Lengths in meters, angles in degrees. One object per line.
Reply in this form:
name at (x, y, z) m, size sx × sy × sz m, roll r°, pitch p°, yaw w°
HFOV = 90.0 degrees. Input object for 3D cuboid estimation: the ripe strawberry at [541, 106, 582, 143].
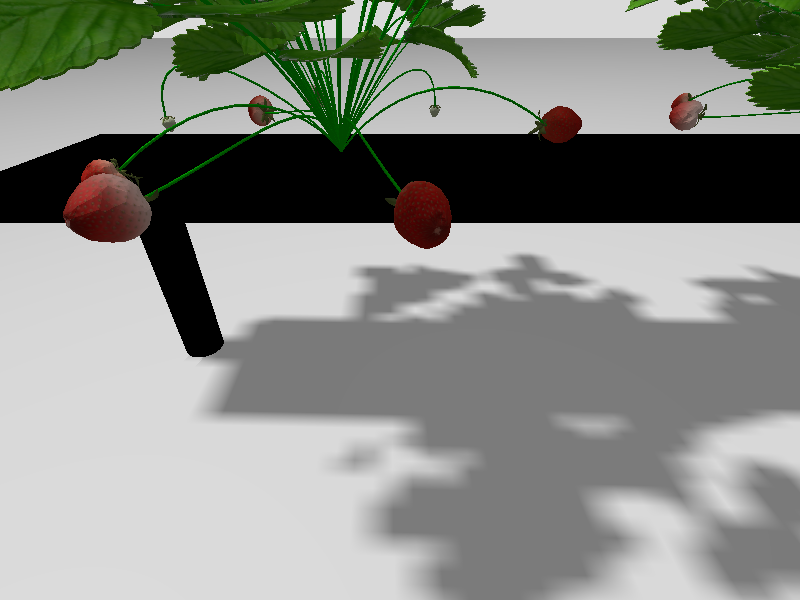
ripe strawberry at (0.141, -0.154, 0.351) m, size 0.035 × 0.030 × 0.035 m, roll -4°, pitch 35°, yaw -7°

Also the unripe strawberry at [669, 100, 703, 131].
unripe strawberry at (0.283, -0.184, 0.398) m, size 0.026 × 0.027 × 0.024 m, roll 21°, pitch 40°, yaw 29°

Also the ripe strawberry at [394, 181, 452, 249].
ripe strawberry at (0.011, -0.038, 0.184) m, size 0.027 × 0.031 × 0.030 m, roll -11°, pitch 37°, yaw -16°

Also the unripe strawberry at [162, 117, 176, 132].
unripe strawberry at (-0.209, -0.159, 0.363) m, size 0.011 × 0.012 × 0.011 m, roll 8°, pitch 35°, yaw 11°

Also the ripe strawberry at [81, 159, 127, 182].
ripe strawberry at (-0.172, -0.067, 0.233) m, size 0.022 × 0.023 × 0.025 m, roll 30°, pitch -18°, yaw 36°

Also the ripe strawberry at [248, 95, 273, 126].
ripe strawberry at (-0.145, -0.197, 0.415) m, size 0.025 × 0.029 × 0.027 m, roll -28°, pitch 43°, yaw -34°

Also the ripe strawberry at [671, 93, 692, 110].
ripe strawberry at (0.332, -0.231, 0.472) m, size 0.019 × 0.022 × 0.021 m, roll -13°, pitch 11°, yaw -18°

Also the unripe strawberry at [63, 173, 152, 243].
unripe strawberry at (-0.140, -0.042, 0.191) m, size 0.032 × 0.033 × 0.034 m, roll 17°, pitch 39°, yaw 23°

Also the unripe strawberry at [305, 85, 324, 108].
unripe strawberry at (-0.105, -0.252, 0.499) m, size 0.027 × 0.028 × 0.029 m, roll -9°, pitch 24°, yaw -13°

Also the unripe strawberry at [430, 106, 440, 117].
unripe strawberry at (0.038, -0.205, 0.436) m, size 0.010 × 0.011 × 0.011 m, roll 22°, pitch 40°, yaw 28°
